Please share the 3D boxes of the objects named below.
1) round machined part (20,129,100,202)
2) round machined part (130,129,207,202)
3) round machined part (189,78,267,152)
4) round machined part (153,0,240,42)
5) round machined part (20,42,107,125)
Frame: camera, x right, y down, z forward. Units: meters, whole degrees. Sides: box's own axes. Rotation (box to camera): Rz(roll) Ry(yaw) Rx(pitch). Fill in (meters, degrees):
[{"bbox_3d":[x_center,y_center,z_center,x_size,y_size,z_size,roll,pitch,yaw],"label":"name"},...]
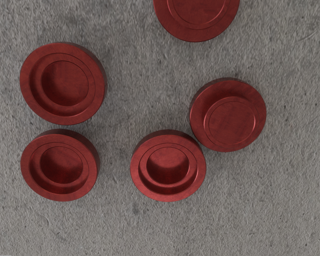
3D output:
[{"bbox_3d":[-0.129,0.046,0.416,0.099,0.042,0.097,0,110,0],"label":"round machined part"},{"bbox_3d":[0.011,0.047,0.418,0.099,0.042,0.097,0,110,0],"label":"round machined part"},{"bbox_3d":[0.088,-0.013,0.397,0.099,0.042,0.097,0,110,0],"label":"round machined part"},{"bbox_3d":[0.041,-0.146,0.347,0.099,0.042,0.097,0,110,0],"label":"round machined part"},{"bbox_3d":[-0.113,-0.056,0.379,0.099,0.042,0.097,0,110,0],"label":"round machined part"}]
